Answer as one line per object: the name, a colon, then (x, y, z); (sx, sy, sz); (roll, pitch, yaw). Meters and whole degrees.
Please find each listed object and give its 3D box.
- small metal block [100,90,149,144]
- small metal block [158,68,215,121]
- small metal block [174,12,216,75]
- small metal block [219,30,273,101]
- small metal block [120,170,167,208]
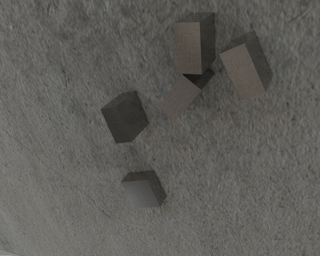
small metal block: (-0.044, -0.015, 0.403); (0.025, 0.050, 0.050); (-7, 115, 31)
small metal block: (0.030, -0.043, 0.347); (0.025, 0.050, 0.050); (40, 129, 1)
small metal block: (0.037, -0.087, 0.316); (0.025, 0.050, 0.050); (7, 122, 24)
small metal block: (0.087, -0.063, 0.306); (0.025, 0.050, 0.050); (-18, 109, 35)
small metal block: (-0.025, 0.094, 0.477); (0.050, 0.025, 0.050); (-10, 113, 32)
